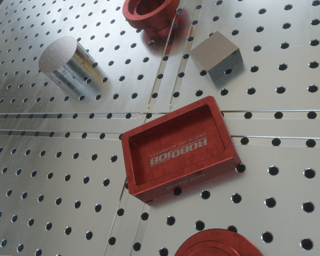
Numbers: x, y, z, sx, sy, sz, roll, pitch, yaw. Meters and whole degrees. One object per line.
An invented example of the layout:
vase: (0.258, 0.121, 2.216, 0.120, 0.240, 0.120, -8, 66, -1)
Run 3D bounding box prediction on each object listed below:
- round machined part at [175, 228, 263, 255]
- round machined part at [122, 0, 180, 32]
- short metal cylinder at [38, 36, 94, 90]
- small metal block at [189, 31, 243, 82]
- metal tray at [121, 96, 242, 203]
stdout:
round machined part: (0.052, 0.142, 0.283, 0.098, 0.042, 0.098, -13, 56, 20)
round machined part: (-0.011, -0.204, 0.526, 0.098, 0.042, 0.098, -13, 56, 20)
short metal cylinder: (-0.164, -0.115, 0.546, 0.080, 0.050, 0.080, -13, 56, 20)
small metal block: (0.077, -0.099, 0.428, 0.050, 0.025, 0.050, -37, 51, 3)
metal tray: (0.021, 0.025, 0.377, 0.130, 0.030, 0.090, -23, 53, 13)
